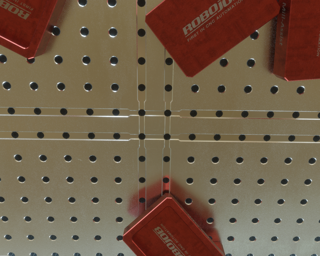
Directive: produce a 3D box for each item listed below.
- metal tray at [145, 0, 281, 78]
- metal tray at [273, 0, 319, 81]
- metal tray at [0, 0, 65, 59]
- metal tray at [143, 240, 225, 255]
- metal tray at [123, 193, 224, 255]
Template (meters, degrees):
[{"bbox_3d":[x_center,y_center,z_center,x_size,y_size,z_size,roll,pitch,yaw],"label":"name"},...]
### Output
[{"bbox_3d":[0.059,-0.133,0.363,0.130,0.030,0.090,-36,107,12],"label":"metal tray"},{"bbox_3d":[0.187,-0.124,0.362,0.091,0.030,0.129,-5,110,-6],"label":"metal tray"},{"bbox_3d":[-0.185,-0.149,0.352,0.131,0.030,0.089,27,108,-10],"label":"metal tray"},{"bbox_3d":[0.031,0.223,0.493,0.131,0.030,0.089,5,110,-3],"label":"metal tray"},{"bbox_3d":[0.021,0.171,0.447,0.090,0.030,0.130,-41,92,-2],"label":"metal tray"}]
